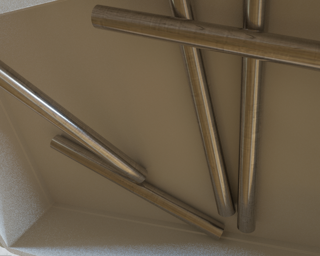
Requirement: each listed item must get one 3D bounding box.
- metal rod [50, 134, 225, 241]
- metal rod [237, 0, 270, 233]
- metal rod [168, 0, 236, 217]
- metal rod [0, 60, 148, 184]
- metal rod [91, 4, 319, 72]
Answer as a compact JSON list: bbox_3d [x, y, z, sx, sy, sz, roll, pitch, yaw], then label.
[{"bbox_3d":[-0.042,0.088,0.485,0.301,0.025,0.025,27,128,11],"label":"metal rod"},{"bbox_3d":[0.104,0.007,0.357,0.025,0.025,0.298,8,122,24],"label":"metal rod"},{"bbox_3d":[0.055,-0.016,0.369,0.025,0.025,0.298,-2,118,29],"label":"metal rod"},{"bbox_3d":[-0.124,-0.012,0.393,0.025,0.025,0.300,-22,130,36],"label":"metal rod"},{"bbox_3d":[0.070,-0.080,0.287,0.301,0.025,0.025,16,125,18],"label":"metal rod"}]
